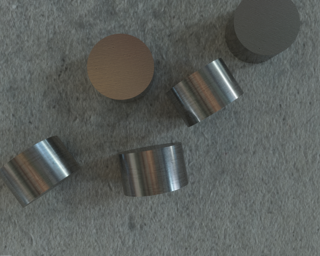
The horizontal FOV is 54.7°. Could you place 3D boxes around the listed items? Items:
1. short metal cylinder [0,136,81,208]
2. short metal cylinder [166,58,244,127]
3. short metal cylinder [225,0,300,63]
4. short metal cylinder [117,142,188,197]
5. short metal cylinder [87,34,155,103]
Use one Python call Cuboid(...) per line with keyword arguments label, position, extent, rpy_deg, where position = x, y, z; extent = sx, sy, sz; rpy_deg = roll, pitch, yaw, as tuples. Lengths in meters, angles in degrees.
Cuboid(label="short metal cylinder", position=(-0.146, 0.053, 0.381), extent=(0.080, 0.080, 0.050), rpy_deg=(-36, 90, 0))
Cuboid(label="short metal cylinder", position=(0.055, -0.043, 0.383), extent=(0.080, 0.080, 0.050), rpy_deg=(-32, 90, 0))
Cuboid(label="short metal cylinder", position=(0.129, -0.128, 0.399), extent=(0.081, 0.050, 0.079), rpy_deg=(0, 90, -1))
Cuboid(label="short metal cylinder", position=(-0.009, 0.049, 0.382), extent=(0.080, 0.080, 0.050), rpy_deg=(-10, 90, 0))
Cuboid(label="short metal cylinder", position=(-0.047, -0.074, 0.397), extent=(0.081, 0.050, 0.079), rpy_deg=(0, 90, -1))
